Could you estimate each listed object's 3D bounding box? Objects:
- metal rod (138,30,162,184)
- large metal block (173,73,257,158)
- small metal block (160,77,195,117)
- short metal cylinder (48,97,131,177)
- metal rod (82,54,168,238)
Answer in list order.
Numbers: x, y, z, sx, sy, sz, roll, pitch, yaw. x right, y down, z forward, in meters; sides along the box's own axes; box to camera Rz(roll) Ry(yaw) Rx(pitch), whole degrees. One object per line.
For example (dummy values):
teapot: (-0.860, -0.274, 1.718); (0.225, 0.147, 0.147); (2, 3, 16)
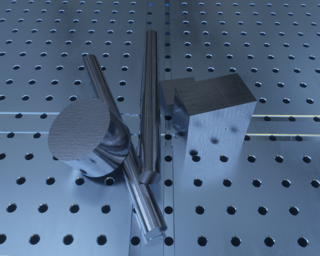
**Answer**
metal rod: (-0.013, -0.054, 0.437); (0.025, 0.025, 0.300); (0, 46, -1)
large metal block: (0.063, -0.015, 0.385); (0.081, 0.080, 0.050); (-13, 52, -11)
small metal block: (0.029, -0.045, 0.446); (0.050, 0.025, 0.050); (-8, 51, -7)
short metal cylinder: (-0.081, 0.011, 0.363); (0.080, 0.050, 0.080); (-11, 57, 19)
metal rod: (-0.058, 0.000, 0.407); (0.025, 0.025, 0.300); (-16, 52, -14)
